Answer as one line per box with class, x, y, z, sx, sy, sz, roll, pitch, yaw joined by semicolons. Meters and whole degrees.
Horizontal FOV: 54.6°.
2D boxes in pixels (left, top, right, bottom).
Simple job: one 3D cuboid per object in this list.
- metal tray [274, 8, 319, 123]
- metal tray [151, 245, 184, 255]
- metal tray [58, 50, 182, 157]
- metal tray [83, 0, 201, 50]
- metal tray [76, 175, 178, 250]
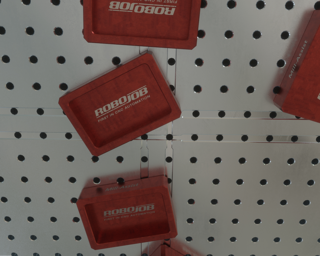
metal tray;0.213;-0.072;0.386;0.090;0.030;0.129;16;109;-6
metal tray;0.030;0.258;0.505;0.130;0.030;0.090;35;106;-12
metal tray;-0.049;-0.030;0.399;0.130;0.030;0.090;-26;108;9
metal tray;-0.020;-0.142;0.358;0.131;0.030;0.089;4;110;-2
metal tray;-0.046;0.125;0.456;0.131;0.030;0.090;-10;110;3
